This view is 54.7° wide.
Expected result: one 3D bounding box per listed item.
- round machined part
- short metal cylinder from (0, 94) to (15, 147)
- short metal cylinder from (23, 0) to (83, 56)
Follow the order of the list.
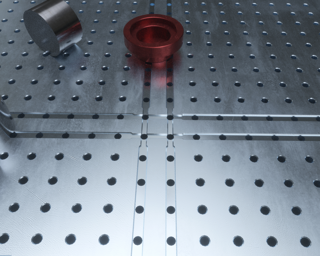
[{"bbox_3d":[-0.011,-0.147,0.520,0.099,0.042,0.098,0,50,0],"label":"round machined part"},{"bbox_3d":[-0.238,-0.011,0.399,0.081,0.050,0.080,0,50,0],"label":"short metal cylinder"},{"bbox_3d":[-0.175,-0.166,0.510,0.080,0.080,0.050,29,56,22],"label":"short metal cylinder"}]
